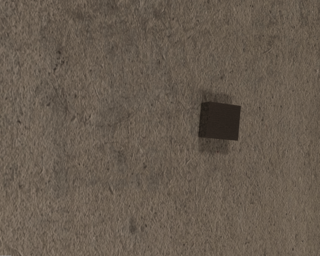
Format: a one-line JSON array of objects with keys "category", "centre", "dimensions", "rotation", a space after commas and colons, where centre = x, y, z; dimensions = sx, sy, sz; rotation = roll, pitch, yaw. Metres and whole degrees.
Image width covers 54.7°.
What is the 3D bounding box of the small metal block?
[{"category": "small metal block", "centre": [0.085, -0.009, 0.442], "dimensions": [0.050, 0.025, 0.050], "rotation": [6, 88, -20]}]
